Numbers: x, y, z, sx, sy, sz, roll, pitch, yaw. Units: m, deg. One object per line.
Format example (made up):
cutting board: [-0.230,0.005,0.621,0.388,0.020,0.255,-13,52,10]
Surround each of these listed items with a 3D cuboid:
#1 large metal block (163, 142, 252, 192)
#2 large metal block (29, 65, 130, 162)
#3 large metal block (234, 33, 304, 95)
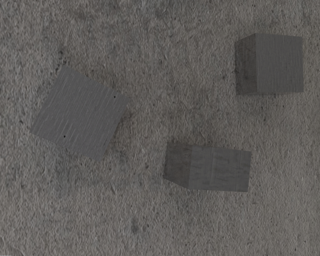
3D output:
large metal block: [0.058,0.049,0.401,0.081,0.080,0.050,7,88,-20]
large metal block: [-0.093,-0.015,0.361,0.080,0.050,0.080,26,81,-18]
large metal block: [0.159,-0.090,0.454,0.081,0.050,0.080,-2,91,-20]
